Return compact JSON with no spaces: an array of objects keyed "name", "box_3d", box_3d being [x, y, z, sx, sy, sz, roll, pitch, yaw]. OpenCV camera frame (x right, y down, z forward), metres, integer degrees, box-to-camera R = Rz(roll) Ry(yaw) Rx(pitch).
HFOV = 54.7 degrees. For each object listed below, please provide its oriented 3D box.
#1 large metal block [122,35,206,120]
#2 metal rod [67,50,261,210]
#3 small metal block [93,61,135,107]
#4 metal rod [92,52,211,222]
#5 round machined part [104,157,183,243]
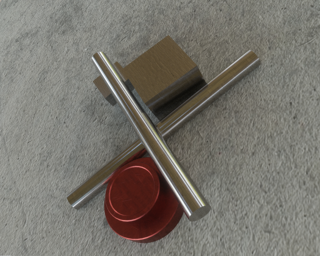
[{"name":"large metal block","box_3d":[0.007,-0.068,0.428,0.080,0.050,0.080,-36,51,4]},{"name":"metal rod","box_3d":[0.004,0.003,0.402,0.300,0.025,0.025,-39,51,1]},{"name":"small metal block","box_3d":[-0.070,-0.069,0.484,0.050,0.025,0.050,-40,51,0]},{"name":"metal rod","box_3d":[-0.028,-0.013,0.394,0.025,0.025,0.300,-37,51,3]},{"name":"round machined part","box_3d":[-0.023,0.078,0.357,0.098,0.042,0.098,-13,56,20]}]
